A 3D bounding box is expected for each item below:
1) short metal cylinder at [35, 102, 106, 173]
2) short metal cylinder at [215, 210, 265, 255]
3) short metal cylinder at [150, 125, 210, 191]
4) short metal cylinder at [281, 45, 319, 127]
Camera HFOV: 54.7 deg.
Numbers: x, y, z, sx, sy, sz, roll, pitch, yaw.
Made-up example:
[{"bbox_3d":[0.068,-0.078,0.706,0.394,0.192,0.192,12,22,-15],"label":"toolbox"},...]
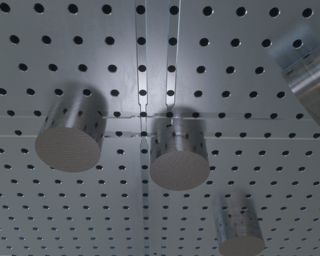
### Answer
[{"bbox_3d":[-0.115,0.013,0.405,0.081,0.050,0.079,0,130,0],"label":"short metal cylinder"},{"bbox_3d":[0.144,0.194,0.562,0.081,0.050,0.079,0,130,0],"label":"short metal cylinder"},{"bbox_3d":[0.026,0.043,0.432,0.081,0.050,0.079,0,130,0],"label":"short metal cylinder"},{"bbox_3d":[0.179,-0.045,0.339,0.050,0.080,0.080,-37,121,27],"label":"short metal cylinder"}]
